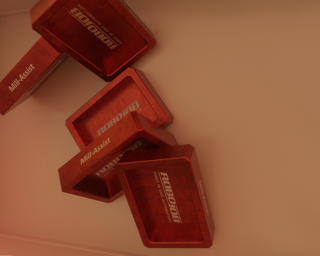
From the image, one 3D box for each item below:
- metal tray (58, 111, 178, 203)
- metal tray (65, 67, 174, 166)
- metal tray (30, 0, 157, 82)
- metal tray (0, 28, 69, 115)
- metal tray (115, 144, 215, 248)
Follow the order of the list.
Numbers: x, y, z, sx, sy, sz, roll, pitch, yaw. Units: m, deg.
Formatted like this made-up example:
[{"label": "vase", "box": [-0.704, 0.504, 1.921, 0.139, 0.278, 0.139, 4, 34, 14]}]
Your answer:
[{"label": "metal tray", "box": [-0.050, 0.042, 0.391, 0.130, 0.090, 0.030, -37, 52, 16]}, {"label": "metal tray", "box": [-0.058, -0.010, 0.428, 0.130, 0.030, 0.090, -37, 78, 16]}, {"label": "metal tray", "box": [-0.077, -0.122, 0.382, 0.090, 0.130, 0.030, -36, 51, 16]}, {"label": "metal tray", "box": [-0.173, -0.081, 0.432, 0.130, 0.090, 0.030, -39, 106, 18]}, {"label": "metal tray", "box": [0.009, 0.087, 0.376, 0.090, 0.030, 0.129, -8, 113, 19]}]
